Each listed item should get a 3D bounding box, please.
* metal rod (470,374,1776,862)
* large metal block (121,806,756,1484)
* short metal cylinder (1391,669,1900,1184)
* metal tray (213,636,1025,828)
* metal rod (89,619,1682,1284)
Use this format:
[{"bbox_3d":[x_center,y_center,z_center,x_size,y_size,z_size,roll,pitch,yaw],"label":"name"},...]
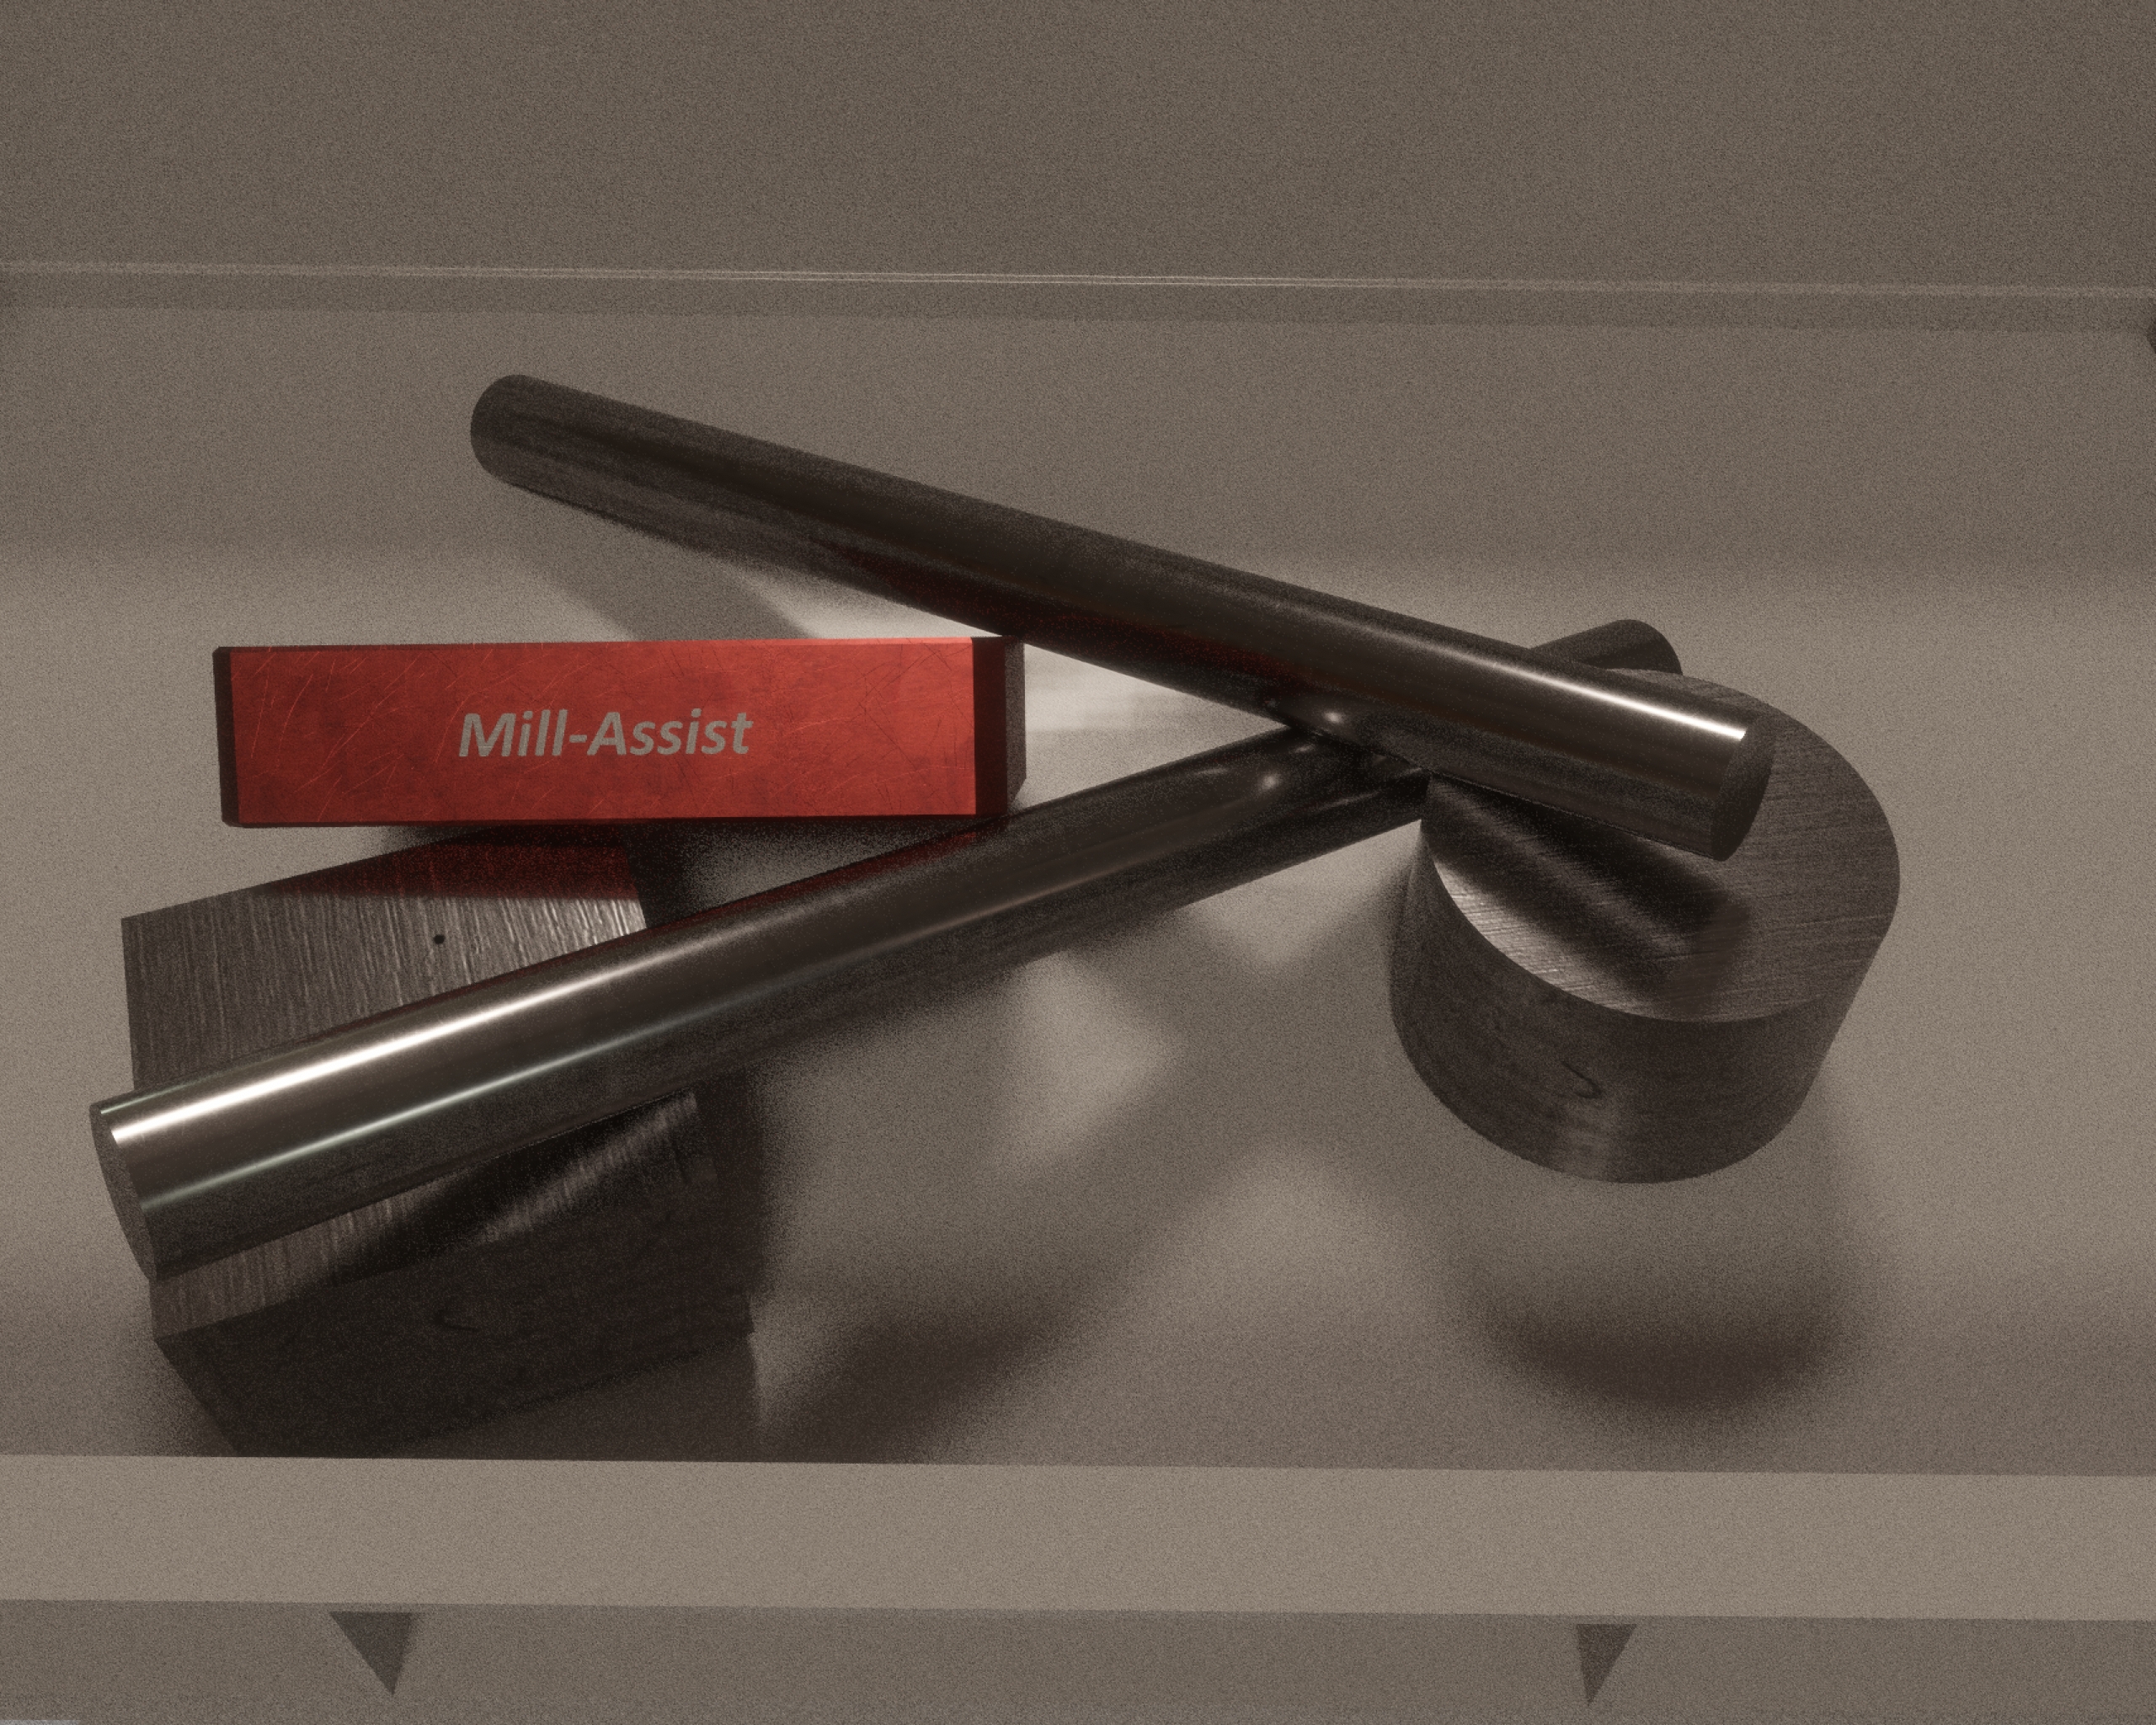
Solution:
[{"bbox_3d":[-0.013,-0.057,0.413,0.300,0.025,0.025,21,52,31],"label":"metal rod"},{"bbox_3d":[-0.105,0.044,0.345,0.081,0.050,0.080,-15,52,-13],"label":"large metal block"},{"bbox_3d":[0.100,0.011,0.378,0.081,0.050,0.080,0,50,0],"label":"short metal cylinder"},{"bbox_3d":[-0.077,-0.026,0.385,0.131,0.030,0.090,-1,6,1],"label":"metal tray"},{"bbox_3d":[-0.004,0.002,0.353,0.302,0.025,0.025,-19,52,-33],"label":"metal rod"}]
